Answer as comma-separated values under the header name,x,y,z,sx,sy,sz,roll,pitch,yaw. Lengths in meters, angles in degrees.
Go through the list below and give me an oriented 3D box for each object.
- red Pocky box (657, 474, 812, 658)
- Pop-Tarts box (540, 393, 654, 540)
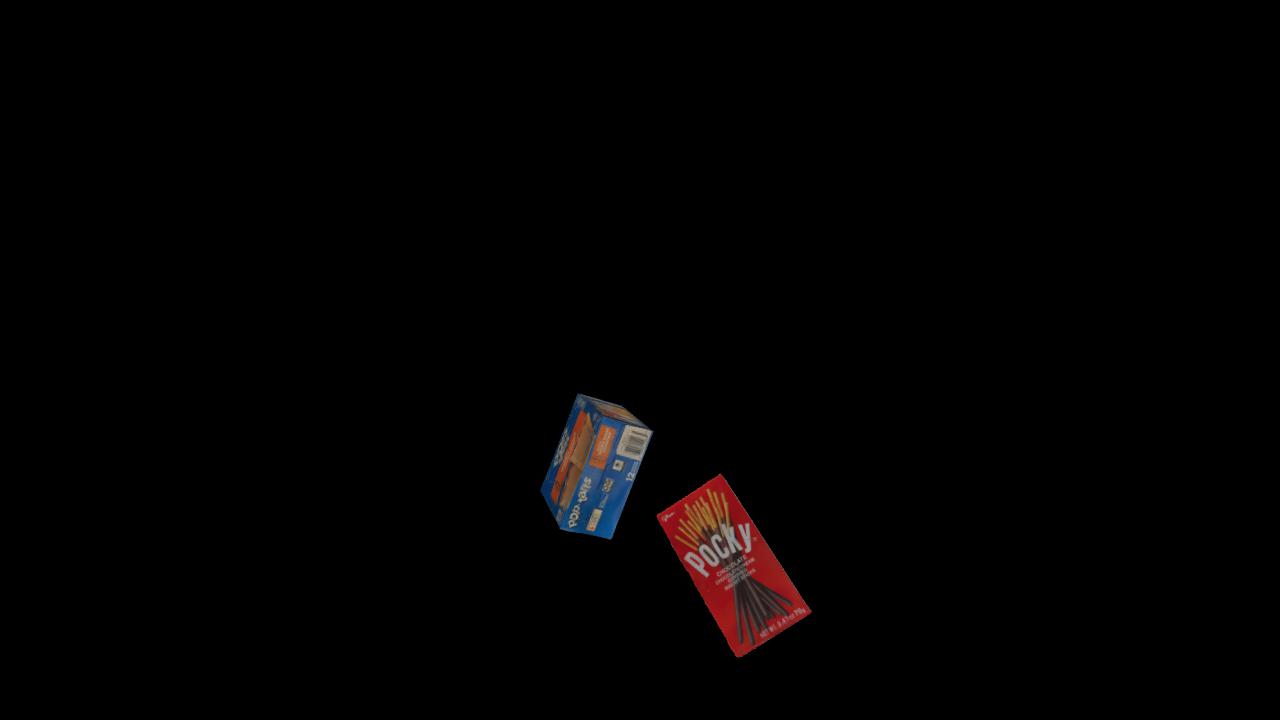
name,x,y,z,sx,sy,sz,roll,pitch,yaw
red Pocky box,0.088,0.198,0.605,0.083,0.155,0.028,-35,-27,3
Pop-Tarts box,-0.068,0.150,0.899,0.083,0.167,0.141,21,3,-22
